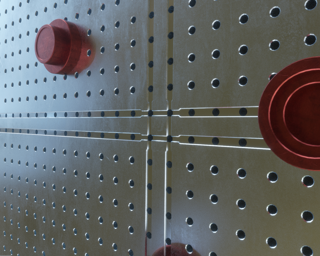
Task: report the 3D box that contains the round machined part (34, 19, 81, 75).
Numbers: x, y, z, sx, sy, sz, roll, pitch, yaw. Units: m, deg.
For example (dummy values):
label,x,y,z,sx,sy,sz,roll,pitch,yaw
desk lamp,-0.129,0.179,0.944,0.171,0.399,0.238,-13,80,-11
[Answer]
label,x,y,z,sx,sy,sz,roll,pitch,yaw
round machined part,-0.188,-0.147,0.556,0.098,0.042,0.097,0,90,40

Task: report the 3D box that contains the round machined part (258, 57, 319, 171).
label,x,y,z,sx,sy,sz,roll,pitch,yaw
round machined part,0.144,-0.012,0.280,0.098,0.042,0.097,0,90,40
